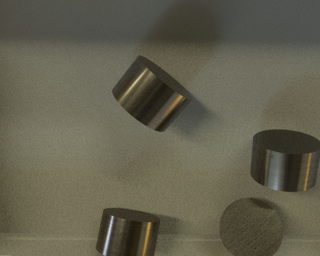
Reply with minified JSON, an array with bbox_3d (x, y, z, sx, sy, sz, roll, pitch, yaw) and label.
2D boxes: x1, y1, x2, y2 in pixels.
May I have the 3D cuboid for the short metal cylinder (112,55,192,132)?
[{"bbox_3d":[-0.009,-0.041,0.367,0.080,0.080,0.050,37,106,-13],"label":"short metal cylinder"}]

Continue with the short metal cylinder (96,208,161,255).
[{"bbox_3d":[-0.043,0.145,0.427,0.081,0.080,0.050,11,84,-4],"label":"short metal cylinder"}]

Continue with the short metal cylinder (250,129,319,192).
[{"bbox_3d":[0.160,0.039,0.398,0.080,0.080,0.050,-2,110,0],"label":"short metal cylinder"}]

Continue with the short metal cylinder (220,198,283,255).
[{"bbox_3d":[0.123,0.141,0.429,0.080,0.050,0.080,-4,68,9],"label":"short metal cylinder"}]
